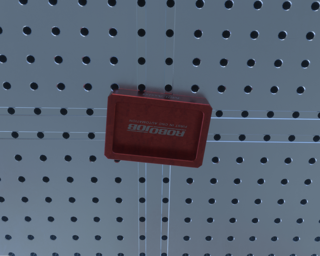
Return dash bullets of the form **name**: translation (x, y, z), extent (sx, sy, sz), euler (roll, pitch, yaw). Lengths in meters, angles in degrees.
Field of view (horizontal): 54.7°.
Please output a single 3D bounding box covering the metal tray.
- **metal tray**: translation (-0.004, 0.001, 0.410), extent (0.131, 0.030, 0.089), euler (6, 110, -3)
